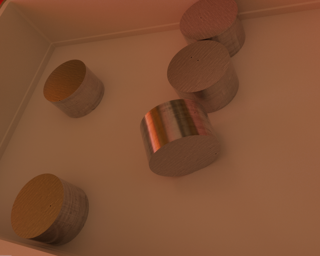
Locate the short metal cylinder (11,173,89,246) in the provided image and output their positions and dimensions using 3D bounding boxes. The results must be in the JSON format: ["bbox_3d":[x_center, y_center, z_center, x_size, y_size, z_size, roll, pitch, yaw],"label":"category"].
[{"bbox_3d":[-0.140,0.105,0.397,0.080,0.050,0.080,-13,56,20],"label":"short metal cylinder"}]

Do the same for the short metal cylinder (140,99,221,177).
[{"bbox_3d":[0.022,0.013,0.350,0.080,0.080,0.050,-26,53,12],"label":"short metal cylinder"}]

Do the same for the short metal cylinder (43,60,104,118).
[{"bbox_3d":[-0.138,-0.063,0.498,0.080,0.050,0.080,-13,56,20],"label":"short metal cylinder"}]

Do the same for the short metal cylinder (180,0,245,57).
[{"bbox_3d":[0.074,-0.137,0.434,0.080,0.050,0.080,-13,56,20],"label":"short metal cylinder"}]

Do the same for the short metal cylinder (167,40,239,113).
[{"bbox_3d":[0.056,-0.065,0.400,0.080,0.050,0.080,-13,56,20],"label":"short metal cylinder"}]
